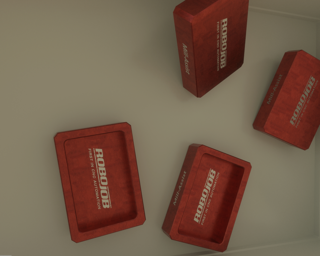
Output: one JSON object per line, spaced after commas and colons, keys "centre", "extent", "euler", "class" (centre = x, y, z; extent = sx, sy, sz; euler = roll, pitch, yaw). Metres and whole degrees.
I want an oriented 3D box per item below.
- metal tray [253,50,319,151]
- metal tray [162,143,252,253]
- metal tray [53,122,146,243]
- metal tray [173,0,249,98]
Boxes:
{"centre": [0.209, -0.041, 0.473], "extent": [0.091, 0.030, 0.129], "euler": [22, 93, -19], "class": "metal tray"}
{"centre": [0.067, 0.096, 0.432], "extent": [0.091, 0.030, 0.130], "euler": [21, 83, -19], "class": "metal tray"}
{"centre": [-0.073, 0.063, 0.380], "extent": [0.091, 0.030, 0.129], "euler": [-10, 93, -20], "class": "metal tray"}
{"centre": [0.067, -0.109, 0.388], "extent": [0.090, 0.030, 0.130], "euler": [-38, 147, -16], "class": "metal tray"}
